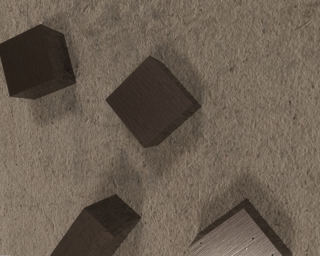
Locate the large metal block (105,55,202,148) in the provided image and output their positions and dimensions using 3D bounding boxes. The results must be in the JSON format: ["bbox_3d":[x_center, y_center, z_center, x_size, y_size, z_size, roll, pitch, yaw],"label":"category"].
[{"bbox_3d":[-0.008,-0.032,0.398,0.080,0.050,0.080,-43,77,15],"label":"large metal block"}]

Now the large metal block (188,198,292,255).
[{"bbox_3d":[0.095,0.143,0.362,0.080,0.050,0.080,-41,77,15],"label":"large metal block"}]

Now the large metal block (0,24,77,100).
[{"bbox_3d":[-0.181,-0.094,0.458,0.080,0.050,0.080,-17,84,19],"label":"large metal block"}]

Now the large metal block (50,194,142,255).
[{"bbox_3d":[-0.081,0.141,0.407,0.050,0.080,0.080,39,102,15],"label":"large metal block"}]
